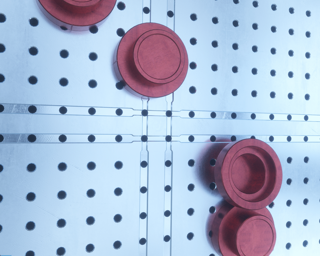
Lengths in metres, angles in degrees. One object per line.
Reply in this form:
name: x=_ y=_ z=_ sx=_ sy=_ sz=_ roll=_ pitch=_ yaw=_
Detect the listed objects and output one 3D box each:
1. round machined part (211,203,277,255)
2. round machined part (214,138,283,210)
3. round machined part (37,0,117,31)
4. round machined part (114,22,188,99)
round machined part: x=0.128 y=0.155 z=0.451 sx=0.099 sy=0.042 sz=0.097 roll=0 pitch=90 yaw=-20
round machined part: x=0.121 y=0.065 z=0.444 sx=0.099 sy=0.042 sz=0.098 roll=3 pitch=82 yaw=-19
round machined part: x=-0.098 y=-0.170 z=0.367 sx=0.099 sy=0.042 sz=0.097 roll=0 pitch=90 yaw=-20
round machined part: x=-0.007 y=-0.088 z=0.400 sx=0.099 sy=0.042 sz=0.097 roll=0 pitch=90 yaw=-20
